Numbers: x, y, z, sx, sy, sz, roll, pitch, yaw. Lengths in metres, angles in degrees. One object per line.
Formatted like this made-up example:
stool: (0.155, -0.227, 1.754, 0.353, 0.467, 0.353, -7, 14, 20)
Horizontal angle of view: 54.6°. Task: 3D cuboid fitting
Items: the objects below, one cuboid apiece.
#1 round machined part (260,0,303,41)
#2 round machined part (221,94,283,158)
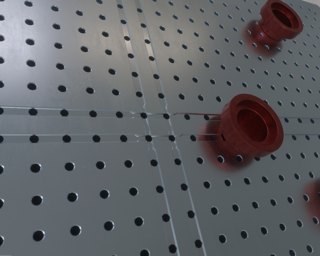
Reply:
round machined part: (0.258, -0.230, 0.675, 0.099, 0.042, 0.098, 13, 56, -21)
round machined part: (0.133, 0.000, 0.468, 0.099, 0.042, 0.098, 13, 56, -21)
